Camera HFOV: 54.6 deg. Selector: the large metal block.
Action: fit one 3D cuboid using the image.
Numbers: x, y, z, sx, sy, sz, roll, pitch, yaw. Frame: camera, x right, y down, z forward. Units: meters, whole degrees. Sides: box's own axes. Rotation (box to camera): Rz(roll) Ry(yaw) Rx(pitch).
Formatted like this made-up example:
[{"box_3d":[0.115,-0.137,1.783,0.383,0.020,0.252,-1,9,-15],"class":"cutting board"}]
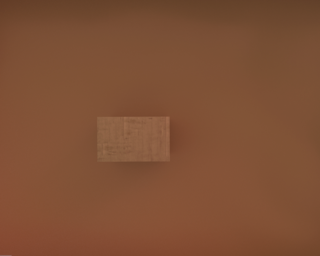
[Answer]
[{"box_3d":[-0.029,0.012,0.384,0.080,0.080,0.050,0,90,0],"class":"large metal block"}]
